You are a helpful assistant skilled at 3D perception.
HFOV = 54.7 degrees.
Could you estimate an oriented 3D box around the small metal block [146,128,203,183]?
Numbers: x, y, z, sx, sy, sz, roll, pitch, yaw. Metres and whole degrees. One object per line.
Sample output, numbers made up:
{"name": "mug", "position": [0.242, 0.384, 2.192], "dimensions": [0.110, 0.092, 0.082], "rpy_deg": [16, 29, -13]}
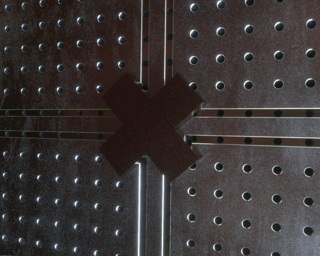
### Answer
{"name": "small metal block", "position": [0.019, 0.035, 0.405], "dimensions": [0.050, 0.025, 0.050], "rpy_deg": [-42, 77, 14]}

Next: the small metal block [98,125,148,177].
{"name": "small metal block", "position": [-0.047, 0.031, 0.428], "dimensions": [0.050, 0.025, 0.050], "rpy_deg": [-43, 77, 14]}

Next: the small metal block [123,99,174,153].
{"name": "small metal block", "position": [-0.012, -0.002, 0.415], "dimensions": [0.050, 0.025, 0.050], "rpy_deg": [-43, 77, 14]}

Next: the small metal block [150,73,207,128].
{"name": "small metal block", "position": [0.024, -0.035, 0.403], "dimensions": [0.050, 0.025, 0.050], "rpy_deg": [-43, 77, 14]}

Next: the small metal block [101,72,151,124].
{"name": "small metal block", "position": [-0.043, -0.040, 0.427], "dimensions": [0.050, 0.025, 0.050], "rpy_deg": [-42, 77, 14]}
